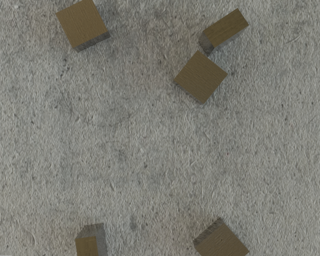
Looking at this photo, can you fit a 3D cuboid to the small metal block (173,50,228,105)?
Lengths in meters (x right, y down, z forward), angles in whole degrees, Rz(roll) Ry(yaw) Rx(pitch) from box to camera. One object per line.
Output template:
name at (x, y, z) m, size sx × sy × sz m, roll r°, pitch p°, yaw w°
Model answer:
small metal block at (0.052, -0.066, 0.410) m, size 0.050 × 0.025 × 0.050 m, roll 39°, pitch 90°, yaw 0°

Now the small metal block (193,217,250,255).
small metal block at (0.080, 0.157, 0.411) m, size 0.050 × 0.025 × 0.050 m, roll -41°, pitch 90°, yaw 0°

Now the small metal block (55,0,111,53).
small metal block at (-0.100, -0.136, 0.409) m, size 0.050 × 0.025 × 0.050 m, roll -26°, pitch 90°, yaw 0°

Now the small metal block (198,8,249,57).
small metal block at (0.080, -0.121, 0.398) m, size 0.050 × 0.050 × 0.025 m, roll -34°, pitch 90°, yaw 0°

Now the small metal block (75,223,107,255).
small metal block at (-0.086, 0.156, 0.397) m, size 0.025 × 0.050 × 0.050 m, roll -8°, pitch 90°, yaw 0°
